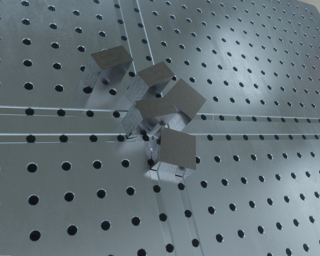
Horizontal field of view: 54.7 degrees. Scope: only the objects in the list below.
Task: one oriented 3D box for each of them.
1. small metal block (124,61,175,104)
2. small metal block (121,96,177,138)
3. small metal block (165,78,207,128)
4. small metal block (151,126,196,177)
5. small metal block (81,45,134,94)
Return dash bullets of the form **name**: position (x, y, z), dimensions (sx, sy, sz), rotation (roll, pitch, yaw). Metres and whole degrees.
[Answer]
- **small metal block**: position (-0.015, -0.059, 0.421), dimensions (0.050, 0.050, 0.025), rotation (-33, 80, -38)
- **small metal block**: position (-0.014, -0.014, 0.394), dimensions (0.050, 0.050, 0.025), rotation (-12, 68, -34)
- **small metal block**: position (0.032, -0.037, 0.450), dimensions (0.050, 0.025, 0.050), rotation (40, 51, -1)
- **small metal block**: position (0.018, 0.031, 0.401), dimensions (0.050, 0.025, 0.050), rotation (16, 55, -19)
- **small metal block**: position (-0.069, -0.076, 0.402), dimensions (0.050, 0.050, 0.025), rotation (-29, 78, -38)
